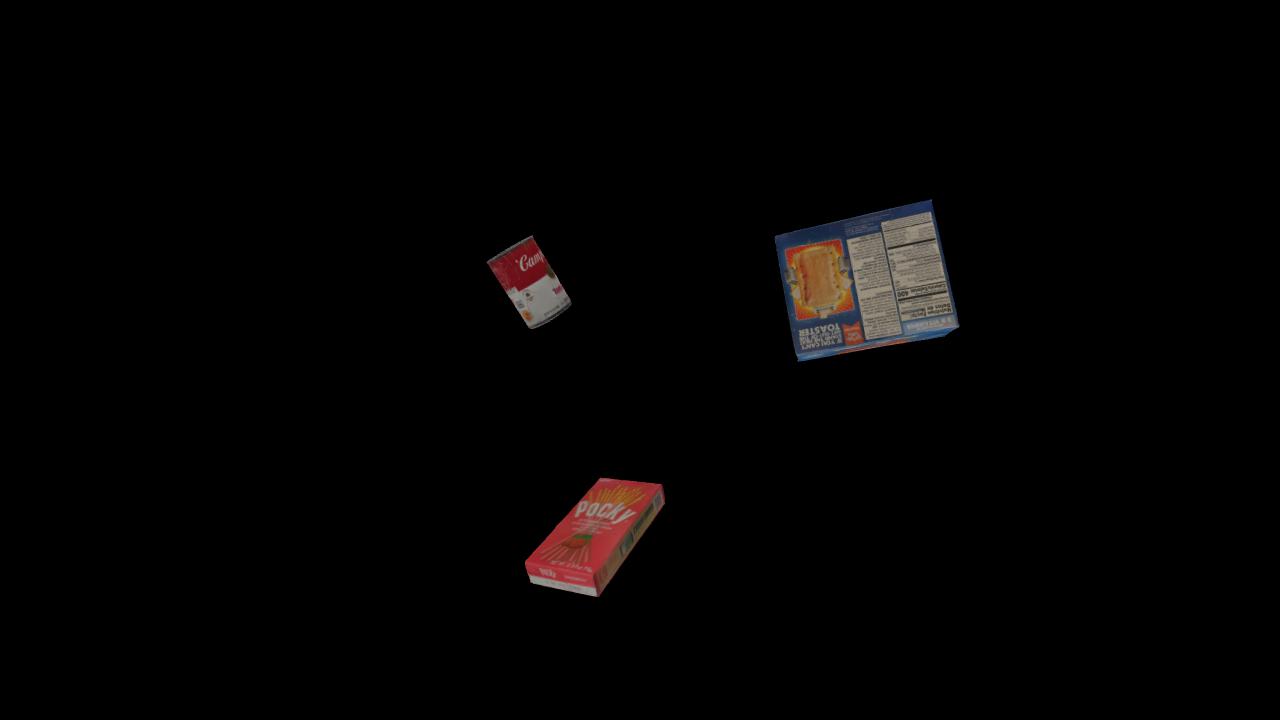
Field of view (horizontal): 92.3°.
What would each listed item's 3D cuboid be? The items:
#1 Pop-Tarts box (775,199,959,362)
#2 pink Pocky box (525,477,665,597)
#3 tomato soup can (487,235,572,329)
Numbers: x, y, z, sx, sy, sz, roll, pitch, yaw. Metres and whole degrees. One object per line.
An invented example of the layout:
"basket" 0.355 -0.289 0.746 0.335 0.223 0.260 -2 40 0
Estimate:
"Pop-Tarts box" 0.249 -0.083 0.695 0.167 0.141 0.083 -11 -8 17
"pink Pocky box" -0.042 0.179 0.648 0.084 0.029 0.155 0 24 30
"tomato soup can" -0.140 -0.098 0.787 0.068 0.101 0.068 -27 17 9
